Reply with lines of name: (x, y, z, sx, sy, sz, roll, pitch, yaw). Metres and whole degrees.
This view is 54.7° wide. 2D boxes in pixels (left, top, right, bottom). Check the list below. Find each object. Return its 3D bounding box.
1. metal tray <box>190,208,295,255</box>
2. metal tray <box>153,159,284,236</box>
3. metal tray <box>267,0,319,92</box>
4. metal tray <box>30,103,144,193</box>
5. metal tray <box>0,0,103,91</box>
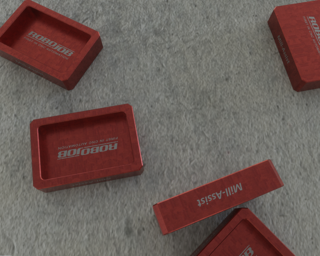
metal tray: (0.079, 0.165, 0.343, 0.130, 0.030, 0.090, -42, 80, -14)
metal tray: (0.059, 0.080, 0.344, 0.131, 0.090, 0.030, -20, 71, -8)
metal tray: (0.224, -0.123, 0.453, 0.091, 0.030, 0.129, -10, 70, -4)
metal tray: (-0.092, 0.025, 0.395, 0.131, 0.030, 0.090, -10, 70, -4)
metal tray: (-0.161, -0.121, 0.447, 0.130, 0.030, 0.090, 27, 72, 9)
